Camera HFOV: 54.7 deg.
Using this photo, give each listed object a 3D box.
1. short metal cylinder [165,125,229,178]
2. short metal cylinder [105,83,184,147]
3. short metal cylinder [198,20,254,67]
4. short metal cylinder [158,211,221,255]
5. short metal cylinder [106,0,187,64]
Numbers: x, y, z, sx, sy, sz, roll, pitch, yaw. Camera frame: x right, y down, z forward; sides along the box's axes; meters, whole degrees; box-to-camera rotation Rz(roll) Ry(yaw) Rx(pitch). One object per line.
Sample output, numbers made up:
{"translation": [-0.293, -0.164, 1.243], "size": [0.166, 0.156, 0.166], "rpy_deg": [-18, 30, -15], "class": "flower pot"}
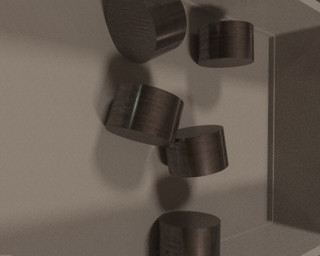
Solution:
{"translation": [0.047, 0.029, 0.413], "size": [0.081, 0.080, 0.050], "rpy_deg": [-17, 101, -39], "class": "short metal cylinder"}
{"translation": [-0.017, -0.013, 0.358], "size": [0.080, 0.080, 0.050], "rpy_deg": [23, 75, -38], "class": "short metal cylinder"}
{"translation": [0.096, -0.120, 0.453], "size": [0.081, 0.080, 0.050], "rpy_deg": [-2, 92, -40], "class": "short metal cylinder"}
{"translation": [0.038, 0.144, 0.406], "size": [0.081, 0.080, 0.050], "rpy_deg": [2, 89, -40], "class": "short metal cylinder"}
{"translation": [-0.016, -0.121, 0.359], "size": [0.050, 0.080, 0.080], "rpy_deg": [-34, 112, -35], "class": "short metal cylinder"}
